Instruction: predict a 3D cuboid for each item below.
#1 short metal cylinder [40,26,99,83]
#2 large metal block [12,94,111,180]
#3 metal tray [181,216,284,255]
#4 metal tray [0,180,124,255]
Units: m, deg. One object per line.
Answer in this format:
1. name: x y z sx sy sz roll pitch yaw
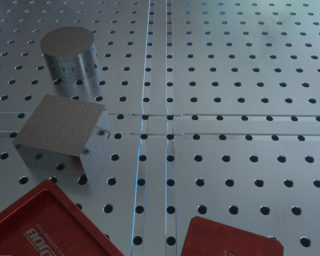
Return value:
1. short metal cylinder: -0.140 -0.116 0.488 0.081 0.050 0.080 0 50 0
2. large metal block: -0.116 0.010 0.382 0.080 0.050 0.080 11 51 9
3. metal tray: 0.055 0.154 0.275 0.090 0.030 0.130 14 51 11
4. metal tray: -0.105 0.122 0.300 0.130 0.030 0.090 36 58 26
